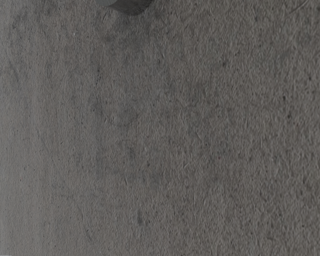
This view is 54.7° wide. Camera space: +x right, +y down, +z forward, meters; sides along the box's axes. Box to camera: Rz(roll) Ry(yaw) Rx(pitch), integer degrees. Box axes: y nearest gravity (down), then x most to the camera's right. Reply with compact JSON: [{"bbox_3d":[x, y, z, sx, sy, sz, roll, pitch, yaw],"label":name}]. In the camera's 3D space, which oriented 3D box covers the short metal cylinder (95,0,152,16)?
[{"bbox_3d":[-0.050,-0.203,0.430,0.080,0.050,0.080,0,90,40],"label":"short metal cylinder"}]
